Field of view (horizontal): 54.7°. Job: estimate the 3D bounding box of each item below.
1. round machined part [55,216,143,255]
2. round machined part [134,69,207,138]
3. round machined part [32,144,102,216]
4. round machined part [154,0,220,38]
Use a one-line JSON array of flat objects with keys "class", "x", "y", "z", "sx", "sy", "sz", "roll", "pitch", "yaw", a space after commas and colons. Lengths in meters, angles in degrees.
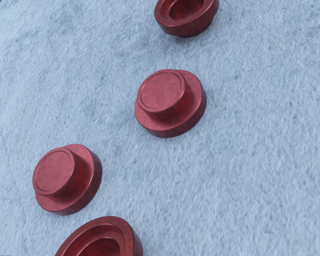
[{"class": "round machined part", "x": -0.061, "y": 0.145, "z": 0.321, "sx": 0.098, "sy": 0.042, "sz": 0.098, "roll": -19, "pitch": 32, "yaw": 13}, {"class": "round machined part", "x": 0.009, "y": -0.039, "z": 0.411, "sx": 0.098, "sy": 0.042, "sz": 0.098, "roll": -13, "pitch": 56, "yaw": 20}, {"class": "round machined part", "x": -0.132, "y": 0.065, "z": 0.420, "sx": 0.098, "sy": 0.042, "sz": 0.098, "roll": -13, "pitch": 56, "yaw": 20}, {"class": "round machined part", "x": 0.044, "y": -0.179, "z": 0.479, "sx": 0.098, "sy": 0.042, "sz": 0.098, "roll": -13, "pitch": 56, "yaw": 20}]
